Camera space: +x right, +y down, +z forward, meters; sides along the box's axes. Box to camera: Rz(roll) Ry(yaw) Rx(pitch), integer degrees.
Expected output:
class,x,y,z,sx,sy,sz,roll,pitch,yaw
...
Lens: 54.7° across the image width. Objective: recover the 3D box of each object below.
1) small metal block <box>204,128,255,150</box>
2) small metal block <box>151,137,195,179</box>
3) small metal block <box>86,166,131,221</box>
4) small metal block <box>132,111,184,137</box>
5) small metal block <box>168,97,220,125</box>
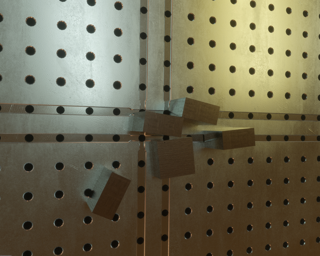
class,x,y,z,sx,sy,sz,roll,pitch,yaw
small metal block,0.097,0.014,0.437,0.050,0.050,0.025,-5,92,-20
small metal block,0.018,0.039,0.420,0.050,0.025,0.050,-6,92,-20
small metal block,-0.063,0.078,0.377,0.025,0.050,0.050,29,81,-18
small metal block,-0.004,-0.004,0.399,0.050,0.050,0.025,9,87,-20
small metal block,0.044,-0.021,0.417,0.050,0.050,0.025,13,86,-20
